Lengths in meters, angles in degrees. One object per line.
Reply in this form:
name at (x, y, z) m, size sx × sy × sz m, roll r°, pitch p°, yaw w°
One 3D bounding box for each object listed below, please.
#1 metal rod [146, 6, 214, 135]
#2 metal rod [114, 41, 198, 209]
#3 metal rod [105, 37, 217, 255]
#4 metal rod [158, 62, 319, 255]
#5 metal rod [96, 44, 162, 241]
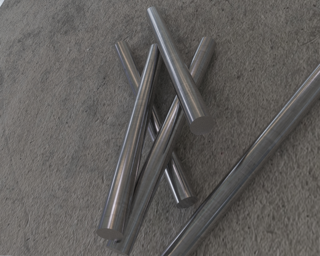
metal rod at (0.015, -0.099, 0.421) m, size 0.025 × 0.025 × 0.300 m, roll -28°, pitch 41°, yaw 11°
metal rod at (-0.017, -0.027, 0.429) m, size 0.025 × 0.025 × 0.300 m, roll -30°, pitch 52°, yaw 9°
metal rod at (0.014, -0.001, 0.369) m, size 0.025 × 0.025 × 0.300 m, roll 6°, pitch 56°, yaw 31°
metal rod at (0.101, 0.033, 0.330) m, size 0.300 × 0.025 × 0.025 m, roll -49°, pitch 51°, yaw -6°
metal rod at (-0.025, -0.013, 0.379) m, size 0.025 × 0.025 × 0.300 m, roll -12°, pitch 43°, yaw 22°
